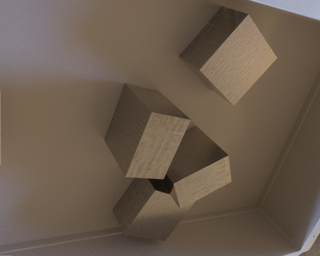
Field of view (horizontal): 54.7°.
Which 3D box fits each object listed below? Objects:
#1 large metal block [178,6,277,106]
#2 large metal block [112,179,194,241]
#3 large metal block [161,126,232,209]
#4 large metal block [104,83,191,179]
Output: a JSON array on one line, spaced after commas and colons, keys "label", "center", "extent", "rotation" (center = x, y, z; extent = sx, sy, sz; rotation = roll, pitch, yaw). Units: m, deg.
[{"label": "large metal block", "center": [0.085, -0.088, 0.386], "extent": [0.080, 0.050, 0.080], "rotation": [-49, 129, 6]}, {"label": "large metal block", "center": [-0.010, 0.116, 0.461], "extent": [0.080, 0.050, 0.080], "rotation": [25, 104, -37]}, {"label": "large metal block", "center": [0.040, 0.051, 0.428], "extent": [0.081, 0.080, 0.050], "rotation": [-25, 128, -14]}, {"label": "large metal block", "center": [-0.019, 0.003, 0.366], "extent": [0.050, 0.080, 0.079], "rotation": [10, 113, -33]}]
